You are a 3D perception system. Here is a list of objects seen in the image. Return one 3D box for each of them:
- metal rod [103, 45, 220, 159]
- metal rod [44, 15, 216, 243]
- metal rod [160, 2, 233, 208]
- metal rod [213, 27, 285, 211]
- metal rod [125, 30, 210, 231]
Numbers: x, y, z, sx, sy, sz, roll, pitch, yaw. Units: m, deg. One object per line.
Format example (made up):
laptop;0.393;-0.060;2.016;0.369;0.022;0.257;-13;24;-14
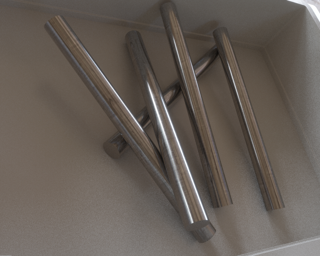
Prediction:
metal rod;0.025;-0.057;0.455;0.025;0.025;0.302;44;51;1
metal rod;-0.032;0.004;0.354;0.025;0.025;0.299;-38;94;-39
metal rod;0.046;-0.042;0.429;0.025;0.025;0.299;-5;73;-31
metal rod;0.131;-0.026;0.476;0.025;0.025;0.299;-1;68;-29
metal rod;-0.003;-0.022;0.382;0.025;0.025;0.299;3;49;-27
